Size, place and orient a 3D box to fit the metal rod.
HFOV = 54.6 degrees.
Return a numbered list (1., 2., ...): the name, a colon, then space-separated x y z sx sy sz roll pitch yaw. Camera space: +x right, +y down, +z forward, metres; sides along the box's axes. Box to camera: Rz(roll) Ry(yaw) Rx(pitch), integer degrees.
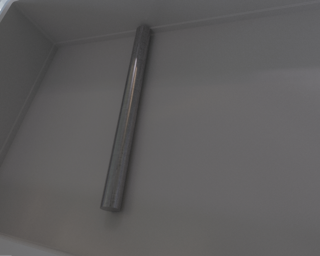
1. metal rod: -0.044 -0.032 0.449 0.025 0.025 0.300 -7 58 25
